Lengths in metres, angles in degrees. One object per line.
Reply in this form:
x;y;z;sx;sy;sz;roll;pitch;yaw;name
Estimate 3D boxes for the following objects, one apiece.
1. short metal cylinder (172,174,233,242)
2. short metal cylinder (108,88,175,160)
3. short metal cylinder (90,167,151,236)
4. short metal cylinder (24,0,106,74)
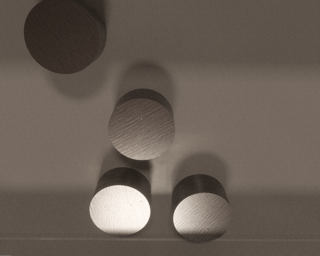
0.058;0.113;0.441;0.081;0.050;0.079;0;110;-1;short metal cylinder
-0.022;-0.006;0.396;0.081;0.050;0.079;0;110;-1;short metal cylinder
-0.053;0.102;0.435;0.081;0.050;0.079;0;110;-1;short metal cylinder
-0.106;-0.106;0.357;0.081;0.050;0.079;0;110;-1;short metal cylinder
